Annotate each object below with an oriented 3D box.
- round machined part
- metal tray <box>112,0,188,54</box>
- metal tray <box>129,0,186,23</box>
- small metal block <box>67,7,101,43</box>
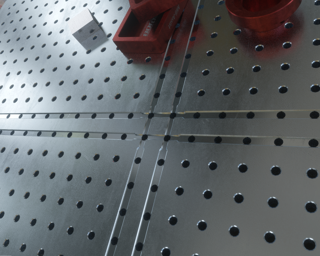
[{"bbox_3d":[0.144,-0.173,0.428,0.098,0.042,0.098,-13,56,21],"label":"round machined part"},{"bbox_3d":[-0.015,-0.188,0.527,0.090,0.030,0.130,10,66,32],"label":"metal tray"},{"bbox_3d":[-0.011,-0.244,0.521,0.090,0.030,0.130,-24,53,13],"label":"metal tray"},{"bbox_3d":[-0.151,-0.203,0.613,0.050,0.025,0.050,-33,51,6],"label":"small metal block"}]
